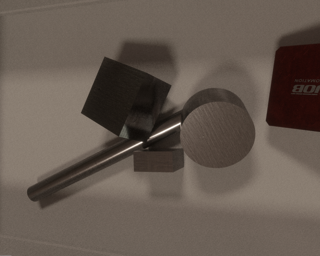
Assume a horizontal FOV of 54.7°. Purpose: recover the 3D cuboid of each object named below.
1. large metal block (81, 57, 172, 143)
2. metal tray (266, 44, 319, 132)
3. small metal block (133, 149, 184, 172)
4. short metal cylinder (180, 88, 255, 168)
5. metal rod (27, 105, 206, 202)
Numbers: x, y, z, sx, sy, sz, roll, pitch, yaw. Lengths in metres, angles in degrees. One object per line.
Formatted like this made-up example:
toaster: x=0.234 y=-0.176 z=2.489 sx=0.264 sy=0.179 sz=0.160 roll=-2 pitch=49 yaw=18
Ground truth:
large metal block: x=-0.044 y=-0.037 z=0.397 sx=0.080 sy=0.050 sz=0.080 roll=28 pitch=96 yaw=37
metal tray: x=0.179 y=-0.039 z=0.313 sx=0.130 sy=0.030 sz=0.089 roll=10 pitch=94 yaw=49
small metal block: x=0.000 y=0.040 z=0.397 sx=0.050 sy=0.050 sz=0.025 roll=-2 pitch=90 yaw=19
short metal cylinder: x=0.064 y=-0.001 z=0.358 sx=0.080 sy=0.050 sz=0.079 roll=2 pitch=114 yaw=4
metal rod: x=-0.066 y=0.037 z=0.432 sx=0.300 sy=0.025 sz=0.025 roll=-27 pitch=82 yaw=17
